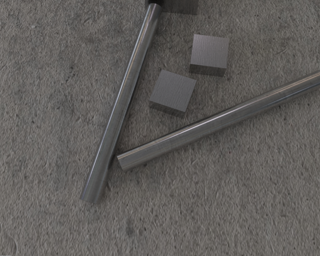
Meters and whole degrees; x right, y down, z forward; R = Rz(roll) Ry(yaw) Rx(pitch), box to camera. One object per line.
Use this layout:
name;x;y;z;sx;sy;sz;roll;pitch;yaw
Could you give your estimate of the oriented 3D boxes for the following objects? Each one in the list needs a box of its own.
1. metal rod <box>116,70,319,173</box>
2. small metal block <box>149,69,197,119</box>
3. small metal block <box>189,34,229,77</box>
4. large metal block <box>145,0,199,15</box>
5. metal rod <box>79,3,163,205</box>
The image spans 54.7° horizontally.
metal rod;0.088;-0.012;0.413;0.302;0.025;0.025;-23;72;-8
small metal block;0.018;-0.046;0.425;0.050;0.025;0.050;19;71;6
small metal block;0.070;-0.104;0.447;0.050;0.025;0.050;8;70;2
large metal block;0.020;-0.218;0.459;0.080;0.080;0.050;6;70;2
metal rod;-0.046;-0.046;0.424;0.025;0.025;0.299;14;70;5
